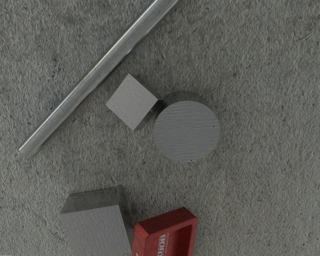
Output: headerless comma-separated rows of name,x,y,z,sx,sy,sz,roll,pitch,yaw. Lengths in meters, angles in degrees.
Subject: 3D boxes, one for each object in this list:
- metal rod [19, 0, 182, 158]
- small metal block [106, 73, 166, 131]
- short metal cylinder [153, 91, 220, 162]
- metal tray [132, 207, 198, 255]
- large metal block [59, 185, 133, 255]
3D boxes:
metal rod,-0.074,-0.069,0.383,0.025,0.025,0.299,43,104,-14
small metal block,-0.031,-0.032,0.387,0.050,0.025,0.050,43,106,13
short metal cylinder,0.032,-0.003,0.396,0.081,0.050,0.079,0,110,-1
metal tray,0.004,0.187,0.452,0.091,0.030,0.129,-8,115,-34
large metal block,-0.087,0.136,0.445,0.080,0.050,0.079,-10,110,3
